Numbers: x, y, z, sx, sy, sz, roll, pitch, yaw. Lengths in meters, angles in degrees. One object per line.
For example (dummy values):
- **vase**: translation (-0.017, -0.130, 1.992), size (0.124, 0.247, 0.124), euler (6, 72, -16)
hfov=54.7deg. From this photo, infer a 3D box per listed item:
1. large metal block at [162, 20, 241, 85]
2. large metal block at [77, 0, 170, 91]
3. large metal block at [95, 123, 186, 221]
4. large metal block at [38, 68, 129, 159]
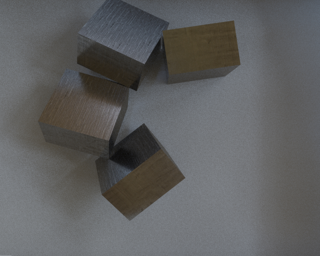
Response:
- **large metal block**: translation (0.046, -0.090, 0.384), size (0.080, 0.080, 0.050), euler (-8, 90, 0)
- **large metal block**: translation (-0.045, -0.104, 0.380), size (0.080, 0.050, 0.080), euler (25, 56, 0)
- **large metal block**: translation (-0.028, 0.050, 0.377), size (0.080, 0.080, 0.050), euler (-38, 117, 0)
- **large metal block**: translation (-0.089, -0.017, 0.381), size (0.080, 0.050, 0.080), euler (16, 59, 0)
